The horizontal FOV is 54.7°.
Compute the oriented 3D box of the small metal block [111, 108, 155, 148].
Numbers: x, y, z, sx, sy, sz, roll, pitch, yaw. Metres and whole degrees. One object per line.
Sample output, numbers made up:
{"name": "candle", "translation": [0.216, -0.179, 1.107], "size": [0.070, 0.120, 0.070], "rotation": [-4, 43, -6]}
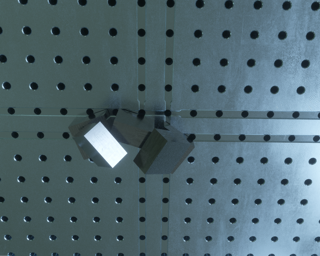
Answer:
{"name": "small metal block", "translation": [-0.035, 0.001, 0.400], "size": [0.050, 0.050, 0.025], "rotation": [18, 109, -7]}

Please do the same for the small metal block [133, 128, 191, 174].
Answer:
{"name": "small metal block", "translation": [0.003, 0.030, 0.383], "size": [0.050, 0.025, 0.050], "rotation": [11, 118, -52]}

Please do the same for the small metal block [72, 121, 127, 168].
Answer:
{"name": "small metal block", "translation": [-0.074, 0.021, 0.377], "size": [0.025, 0.050, 0.050], "rotation": [-46, 108, -25]}

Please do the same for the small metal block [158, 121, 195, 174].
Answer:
{"name": "small metal block", "translation": [0.011, 0.027, 0.424], "size": [0.050, 0.025, 0.050], "rotation": [34, 106, -12]}

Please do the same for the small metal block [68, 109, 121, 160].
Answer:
{"name": "small metal block", "translation": [-0.086, 0.009, 0.416], "size": [0.050, 0.025, 0.050], "rotation": [-18, 109, 6]}
